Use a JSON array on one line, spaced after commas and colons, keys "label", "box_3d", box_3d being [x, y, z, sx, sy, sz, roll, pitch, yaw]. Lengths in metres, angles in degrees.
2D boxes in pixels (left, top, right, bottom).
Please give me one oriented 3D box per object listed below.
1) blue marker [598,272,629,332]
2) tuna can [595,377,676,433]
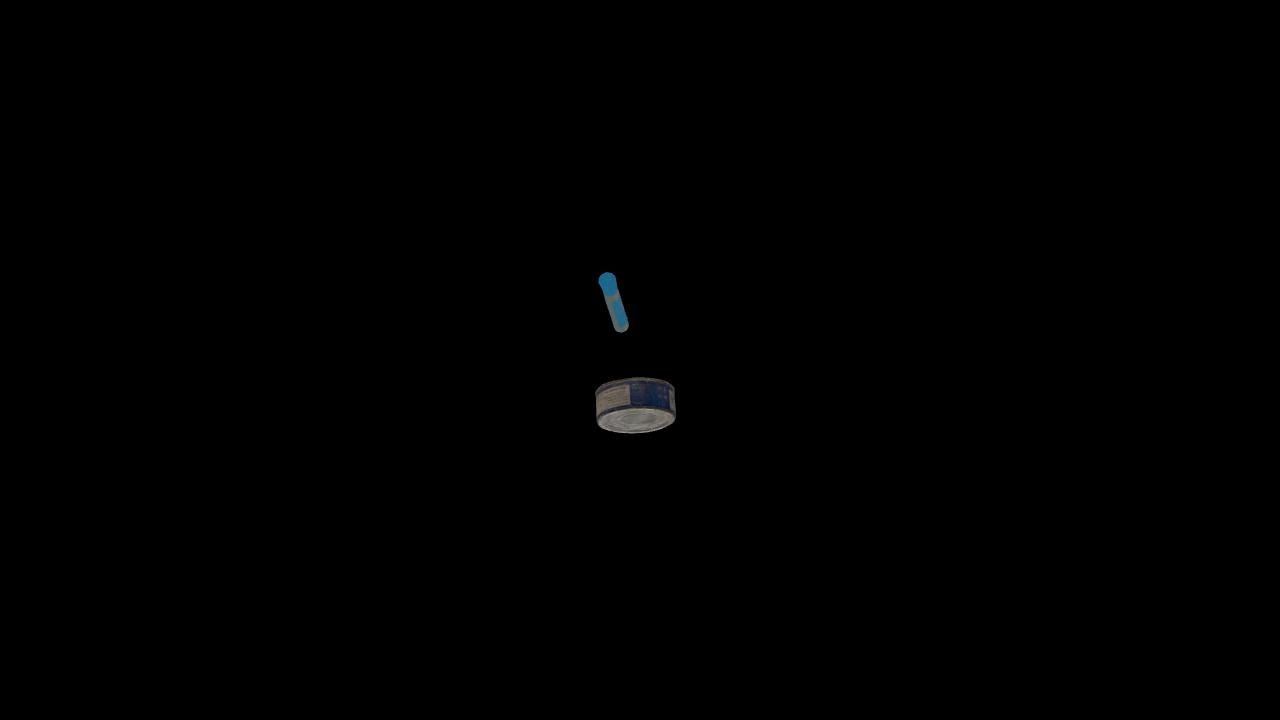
[{"label": "blue marker", "box_3d": [-0.029, -0.064, 0.699, 0.020, 0.020, 0.121, 0, -22, 6]}, {"label": "tuna can", "box_3d": [-0.004, 0.049, 0.639, 0.084, 0.034, 0.084, -3, -24, -1]}]
